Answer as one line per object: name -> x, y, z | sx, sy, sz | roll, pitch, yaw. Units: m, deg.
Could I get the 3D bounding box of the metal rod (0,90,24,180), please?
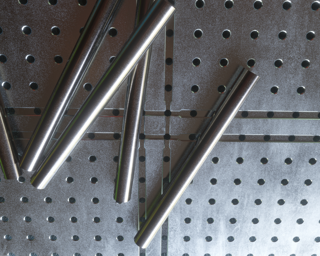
metal rod -> -0.220, -0.073, 0.383 | 0.025, 0.025, 0.298 | -5, 110, 1

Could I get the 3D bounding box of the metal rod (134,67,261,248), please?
metal rod -> 0.043, 0.053, 0.433 | 0.025, 0.025, 0.298 | 27, 108, -10

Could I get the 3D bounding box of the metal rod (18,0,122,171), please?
metal rod -> -0.108, -0.069, 0.386 | 0.025, 0.025, 0.298 | 29, 107, -11

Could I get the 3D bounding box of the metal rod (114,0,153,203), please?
metal rod -> -0.032, -0.037, 0.399 | 0.025, 0.025, 0.298 | 8, 110, -4

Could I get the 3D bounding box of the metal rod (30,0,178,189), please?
metal rod -> -0.082, -0.029, 0.385 | 0.025, 0.025, 0.299 | 36, 112, -13
